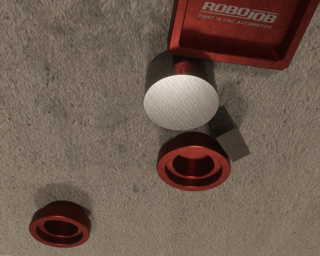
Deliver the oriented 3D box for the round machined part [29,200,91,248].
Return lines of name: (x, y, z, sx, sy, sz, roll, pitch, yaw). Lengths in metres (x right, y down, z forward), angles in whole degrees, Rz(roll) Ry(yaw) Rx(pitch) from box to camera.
round machined part: (-0.167, 0.161, 0.531, 0.099, 0.042, 0.097, -1, 130, 0)

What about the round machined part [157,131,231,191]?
round machined part: (0.046, 0.042, 0.429, 0.099, 0.042, 0.097, 3, 135, 3)

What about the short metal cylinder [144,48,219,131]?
short metal cylinder: (0.023, -0.043, 0.350, 0.081, 0.050, 0.080, 1, 136, 1)

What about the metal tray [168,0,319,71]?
metal tray: (0.079, -0.111, 0.309, 0.131, 0.030, 0.089, 7, 130, -6)

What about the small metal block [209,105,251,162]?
small metal block: (0.088, 0.007, 0.397, 0.025, 0.050, 0.050, -30, 125, 15)
